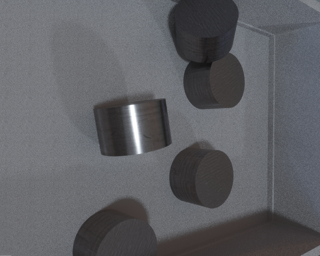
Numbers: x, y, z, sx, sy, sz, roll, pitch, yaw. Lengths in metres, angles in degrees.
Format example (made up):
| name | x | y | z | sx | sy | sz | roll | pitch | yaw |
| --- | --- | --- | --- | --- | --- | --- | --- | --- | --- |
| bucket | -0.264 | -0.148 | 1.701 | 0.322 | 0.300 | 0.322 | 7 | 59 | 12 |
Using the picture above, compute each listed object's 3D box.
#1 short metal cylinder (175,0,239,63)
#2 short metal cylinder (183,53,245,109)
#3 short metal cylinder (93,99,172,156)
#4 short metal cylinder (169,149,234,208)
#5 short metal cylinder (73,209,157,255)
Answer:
| name | x | y | z | sx | sy | sz | roll | pitch | yaw |
| --- | --- | --- | --- | --- | --- | --- | --- | --- | --- |
| short metal cylinder | 0.061 | -0.135 | 0.415 | 0.050 | 0.080 | 0.080 | 81 | 34 | -64 |
| short metal cylinder | 0.081 | -0.068 | 0.461 | 0.081 | 0.050 | 0.079 | 0 | 90 | -40 |
| short metal cylinder | -0.030 | -0.003 | 0.347 | 0.081 | 0.080 | 0.050 | -14 | 100 | -39 |
| short metal cylinder | 0.060 | 0.070 | 0.443 | 0.081 | 0.050 | 0.079 | 0 | 90 | -40 |
| short metal cylinder | -0.050 | 0.138 | 0.350 | 0.081 | 0.050 | 0.079 | 0 | 90 | -40 |
